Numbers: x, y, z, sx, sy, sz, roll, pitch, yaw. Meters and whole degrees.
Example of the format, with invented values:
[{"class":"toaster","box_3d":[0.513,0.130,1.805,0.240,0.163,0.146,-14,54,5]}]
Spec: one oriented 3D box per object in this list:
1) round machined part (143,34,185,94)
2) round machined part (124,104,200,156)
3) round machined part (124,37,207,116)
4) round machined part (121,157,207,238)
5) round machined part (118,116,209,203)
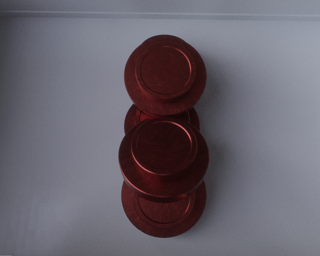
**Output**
[{"class":"round machined part","box_3d":[0.006,-0.089,0.420,0.099,0.042,0.098,0,54,0]},{"class":"round machined part","box_3d":[0.003,-0.004,0.401,0.099,0.042,0.098,0,69,0]},{"class":"round machined part","box_3d":[0.006,-0.062,0.367,0.099,0.042,0.097,0,82,0]},{"class":"round machined part","box_3d":[0.004,0.077,0.356,0.099,0.042,0.097,0,85,0]},{"class":"round machined part","box_3d":[0.004,0.027,0.335,0.099,0.042,0.098,0,59,0]}]
